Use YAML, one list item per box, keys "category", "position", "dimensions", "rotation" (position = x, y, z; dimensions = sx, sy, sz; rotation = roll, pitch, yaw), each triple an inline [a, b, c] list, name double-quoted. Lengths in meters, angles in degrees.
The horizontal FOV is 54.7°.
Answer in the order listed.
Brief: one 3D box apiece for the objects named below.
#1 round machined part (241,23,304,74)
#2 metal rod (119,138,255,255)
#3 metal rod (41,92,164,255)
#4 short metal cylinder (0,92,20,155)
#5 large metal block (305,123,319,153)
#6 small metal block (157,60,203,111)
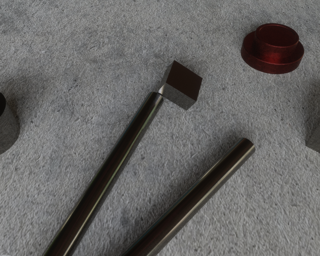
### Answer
- category: "round machined part"
  position: [0.187, -0.136, 0.509]
  dimensions: [0.099, 0.042, 0.098]
  rotation: [0, 50, 0]
- category: "metal rod"
  position: [0.003, 0.104, 0.315]
  dimensions: [0.025, 0.025, 0.302]
  rotation: [37, 59, 26]
- category: "metal rod"
  position: [-0.066, 0.064, 0.348]
  dimensions: [0.025, 0.025, 0.301]
  rotation: [19, 52, 14]
- category: "short metal cylinder"
  position: [-0.226, -0.005, 0.389]
  dimensions: [0.081, 0.050, 0.080]
  rotation: [0, 50, 0]
- category: "large metal block"
  position: [0.246, 0.002, 0.388]
  dimensions: [0.080, 0.050, 0.080]
  rotation: [31, 56, 23]
- category: "small metal block"
  position: [0.029, -0.061, 0.441]
  dimensions: [0.050, 0.025, 0.050]
  rotation: [30, 50, -14]
